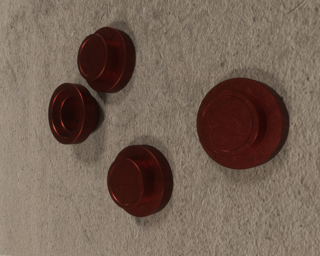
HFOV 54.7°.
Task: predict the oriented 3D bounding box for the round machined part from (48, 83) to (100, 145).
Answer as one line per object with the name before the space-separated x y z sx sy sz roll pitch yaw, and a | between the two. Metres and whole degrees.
round machined part | -0.136 -0.022 0.503 0.098 0.042 0.097 0 90 39

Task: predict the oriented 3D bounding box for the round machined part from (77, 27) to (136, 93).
round machined part | -0.086 -0.102 0.462 0.098 0.042 0.097 0 90 39

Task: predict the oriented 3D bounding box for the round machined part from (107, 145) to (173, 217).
round machined part | -0.034 0.072 0.420 0.098 0.042 0.097 0 90 39

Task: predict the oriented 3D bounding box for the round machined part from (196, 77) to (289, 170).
round machined part | 0.079 -0.005 0.327 0.098 0.042 0.097 0 90 39
